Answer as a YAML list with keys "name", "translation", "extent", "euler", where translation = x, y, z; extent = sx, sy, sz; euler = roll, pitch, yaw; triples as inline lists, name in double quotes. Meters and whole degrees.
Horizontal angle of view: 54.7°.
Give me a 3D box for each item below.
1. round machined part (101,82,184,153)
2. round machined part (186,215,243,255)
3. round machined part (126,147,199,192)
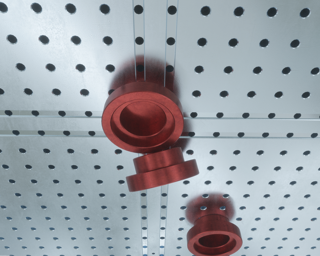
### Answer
- name: "round machined part"
  translation: [-0.020, -0.017, 0.386]
  extent: [0.099, 0.042, 0.097]
  euler: [-1, 130, 0]
- name: "round machined part"
  translation: [0.098, 0.196, 0.570]
  extent: [0.099, 0.042, 0.097]
  euler: [-1, 130, 0]
- name: "round machined part"
  translation: [0.001, 0.054, 0.424]
  extent: [0.099, 0.042, 0.098]
  euler: [-14, 173, -1]
